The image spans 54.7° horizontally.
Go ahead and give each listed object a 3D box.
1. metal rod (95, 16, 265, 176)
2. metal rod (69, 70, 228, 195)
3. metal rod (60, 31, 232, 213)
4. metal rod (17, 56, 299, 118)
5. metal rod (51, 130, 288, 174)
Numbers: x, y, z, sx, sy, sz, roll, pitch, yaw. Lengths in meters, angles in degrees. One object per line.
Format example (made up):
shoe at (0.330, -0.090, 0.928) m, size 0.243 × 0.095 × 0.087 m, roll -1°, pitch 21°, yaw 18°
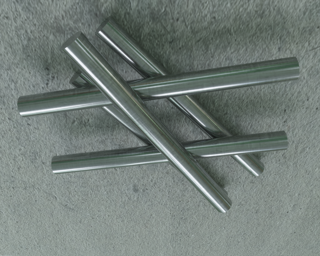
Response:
metal rod at (0.043, -0.022, 0.390) m, size 0.025 × 0.025 × 0.301 m, roll -35°, pitch 122°, yaw 26°
metal rod at (0.002, 0.026, 0.430) m, size 0.025 × 0.025 × 0.300 m, roll -33°, pitch 123°, yaw 25°
metal rod at (0.005, 0.015, 0.357) m, size 0.025 × 0.025 × 0.300 m, roll -28°, pitch 126°, yaw 21°
metal rod at (-0.007, -0.043, 0.339) m, size 0.302 × 0.025 × 0.025 m, roll -7°, pitch 130°, yaw 5°
metal rod at (0.009, 0.033, 0.404) m, size 0.302 × 0.025 × 0.025 m, roll -7°, pitch 130°, yaw 5°
